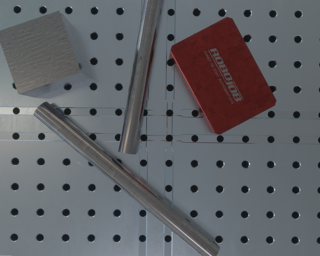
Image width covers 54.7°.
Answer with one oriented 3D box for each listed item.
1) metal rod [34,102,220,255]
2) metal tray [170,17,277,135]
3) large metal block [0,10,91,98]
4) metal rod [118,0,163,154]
[{"bbox_3d":[-0.043,0.071,0.412,0.300,0.025,0.025,40,90,0],"label":"metal rod"},{"bbox_3d":[0.081,-0.067,0.411,0.090,0.030,0.130,-28,90,0],"label":"metal tray"},{"bbox_3d":[-0.147,-0.092,0.399,0.080,0.050,0.080,-19,90,0],"label":"large metal block"},{"bbox_3d":[-0.018,-0.114,0.412,0.025,0.025,0.298,10,90,0],"label":"metal rod"}]
